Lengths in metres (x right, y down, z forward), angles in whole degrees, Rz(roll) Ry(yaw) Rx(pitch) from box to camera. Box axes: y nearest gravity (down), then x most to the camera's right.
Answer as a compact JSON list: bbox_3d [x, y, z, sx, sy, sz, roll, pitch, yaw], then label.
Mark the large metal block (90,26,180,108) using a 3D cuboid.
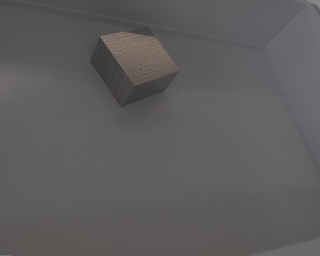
[{"bbox_3d":[-0.034,-0.085,0.423,0.081,0.050,0.080,-26,76,-37],"label":"large metal block"}]
